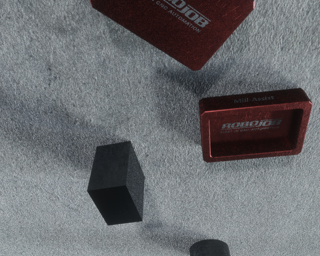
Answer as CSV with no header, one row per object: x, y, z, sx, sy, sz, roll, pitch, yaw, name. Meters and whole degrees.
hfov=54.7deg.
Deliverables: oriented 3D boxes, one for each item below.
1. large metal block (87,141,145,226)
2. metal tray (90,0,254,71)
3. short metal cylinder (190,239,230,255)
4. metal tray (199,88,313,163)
-0.057,0.078,0.437,0.050,0.080,0.080,-10,130,8,large metal block
0.012,-0.124,0.298,0.131,0.030,0.090,27,125,-22,metal tray
0.101,0.266,0.619,0.081,0.050,0.079,0,130,0,short metal cylinder
0.119,-0.001,0.404,0.131,0.030,0.089,-6,130,4,metal tray
